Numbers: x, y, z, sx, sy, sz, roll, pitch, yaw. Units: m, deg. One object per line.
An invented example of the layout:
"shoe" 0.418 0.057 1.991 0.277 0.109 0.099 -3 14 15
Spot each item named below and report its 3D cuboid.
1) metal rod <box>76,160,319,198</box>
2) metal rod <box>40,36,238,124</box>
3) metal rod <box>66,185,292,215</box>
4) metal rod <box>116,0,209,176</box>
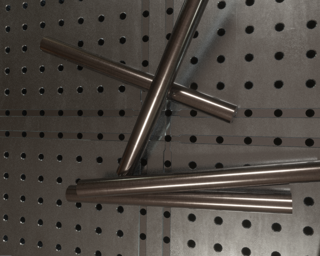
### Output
"metal rod" 0.037 0.066 0.386 0.301 0.025 0.025 -7 88 14
"metal rod" -0.041 -0.072 0.426 0.301 0.025 0.025 23 98 18
"metal rod" 0.010 0.092 0.408 0.301 0.025 0.025 -2 90 19
"metal rod" 0.007 -0.064 0.377 0.025 0.025 0.298 30 112 17
